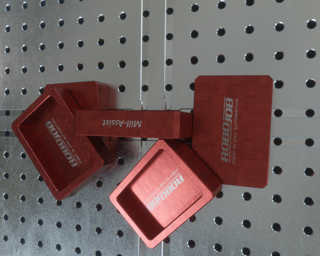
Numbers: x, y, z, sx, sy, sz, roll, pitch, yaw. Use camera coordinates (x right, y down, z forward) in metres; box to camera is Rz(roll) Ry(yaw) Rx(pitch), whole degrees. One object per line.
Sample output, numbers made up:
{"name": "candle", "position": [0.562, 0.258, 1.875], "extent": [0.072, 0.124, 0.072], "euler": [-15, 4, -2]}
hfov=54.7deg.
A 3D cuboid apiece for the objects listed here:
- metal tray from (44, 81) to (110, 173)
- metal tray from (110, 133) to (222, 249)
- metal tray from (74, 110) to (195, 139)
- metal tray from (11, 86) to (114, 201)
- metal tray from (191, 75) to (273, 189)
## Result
{"name": "metal tray", "position": [-0.121, 0.000, 0.451], "extent": [0.090, 0.030, 0.129], "euler": [-1, 90, 20]}
{"name": "metal tray", "position": [0.002, 0.081, 0.388], "extent": [0.090, 0.030, 0.129], "euler": [48, 121, 13]}
{"name": "metal tray", "position": [-0.027, -0.005, 0.386], "extent": [0.130, 0.090, 0.030], "euler": [2, 91, 19]}
{"name": "metal tray", "position": [-0.134, 0.020, 0.422], "extent": [0.090, 0.030, 0.130], "euler": [-39, 78, 15]}
{"name": "metal tray", "position": [0.087, 0.003, 0.378], "extent": [0.090, 0.030, 0.129], "euler": [3, 91, 19]}
